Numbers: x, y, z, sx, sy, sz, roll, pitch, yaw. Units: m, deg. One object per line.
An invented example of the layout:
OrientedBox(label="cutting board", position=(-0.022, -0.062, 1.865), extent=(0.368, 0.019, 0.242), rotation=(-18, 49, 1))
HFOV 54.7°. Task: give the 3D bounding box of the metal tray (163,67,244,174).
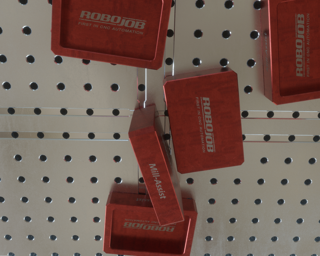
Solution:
OrientedBox(label="metal tray", position=(0.058, -0.008, 0.409), extent=(0.091, 0.030, 0.129), rotation=(-9, 110, 3))

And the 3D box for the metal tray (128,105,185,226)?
OrientedBox(label="metal tray", position=(-0.003, 0.045, 0.395), extent=(0.030, 0.090, 0.129), rotation=(-15, 110, 5))

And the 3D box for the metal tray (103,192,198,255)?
OrientedBox(label="metal tray", position=(-0.016, 0.148, 0.464), extent=(0.131, 0.030, 0.089), rotation=(6, 110, -3))

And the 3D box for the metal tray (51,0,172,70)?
OrientedBox(label="metal tray", position=(-0.056, -0.124, 0.364), extent=(0.131, 0.030, 0.089), rotation=(8, 110, -4))

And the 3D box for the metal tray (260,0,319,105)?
OrientedBox(label="metal tray", position=(0.175, -0.099, 0.376), extent=(0.091, 0.030, 0.129), rotation=(-9, 110, 3))
